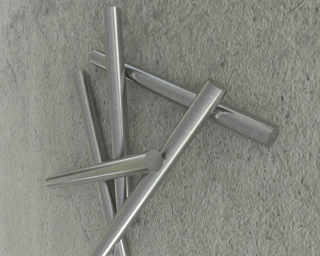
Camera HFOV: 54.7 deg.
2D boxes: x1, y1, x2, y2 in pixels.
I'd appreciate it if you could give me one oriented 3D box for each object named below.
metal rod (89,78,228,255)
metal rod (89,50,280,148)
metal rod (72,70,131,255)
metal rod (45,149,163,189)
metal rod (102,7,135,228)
[{"bbox_3d":[-0.015,0.070,0.380,0.025,0.025,0.298,47,118,29],"label":"metal rod"},{"bbox_3d":[0.007,-0.051,0.397,0.300,0.025,0.025,29,108,35],"label":"metal rod"},{"bbox_3d":[-0.093,0.051,0.478,0.025,0.025,0.299,-25,74,37],"label":"metal rod"},{"bbox_3d":[-0.101,0.067,0.449,0.299,0.025,0.025,-18,78,48],"label":"metal rod"},{"bbox_3d":[-0.056,-0.009,0.425,0.025,0.025,0.298,2,99,39],"label":"metal rod"}]
